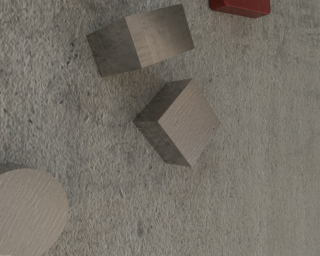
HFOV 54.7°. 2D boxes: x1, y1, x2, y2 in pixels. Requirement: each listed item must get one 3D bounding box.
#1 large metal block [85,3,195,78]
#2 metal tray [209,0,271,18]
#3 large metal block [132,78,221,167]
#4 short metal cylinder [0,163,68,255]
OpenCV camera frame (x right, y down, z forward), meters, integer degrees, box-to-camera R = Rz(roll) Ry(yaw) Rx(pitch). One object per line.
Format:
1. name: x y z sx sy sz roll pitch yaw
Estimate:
1. large metal block: -0.022 -0.097 0.350 0.081 0.080 0.050 -29 109 -36
2. metal tray: 0.132 -0.237 0.512 0.131 0.030 0.089 -9 96 -40
3. large metal block: 0.025 -0.007 0.409 0.080 0.050 0.080 -52 120 -27
4. short metal cylinder: -0.132 0.074 0.278 0.081 0.050 0.080 0 90 -40
